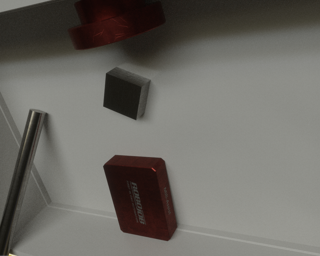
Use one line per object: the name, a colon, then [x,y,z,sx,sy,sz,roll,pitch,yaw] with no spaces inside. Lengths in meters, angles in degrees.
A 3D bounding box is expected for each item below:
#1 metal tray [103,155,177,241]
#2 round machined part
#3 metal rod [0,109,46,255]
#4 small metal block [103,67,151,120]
metal tray: [-0.029,0.107,0.478,0.090,0.030,0.129,1,114,27]
round machined part: [-0.047,-0.115,0.314,0.098,0.098,0.042,-3,117,29]
metal rod: [-0.239,0.114,0.513,0.025,0.025,0.298,19,97,16]
small metal block: [-0.044,-0.045,0.402,0.050,0.025,0.050,23,127,14]
